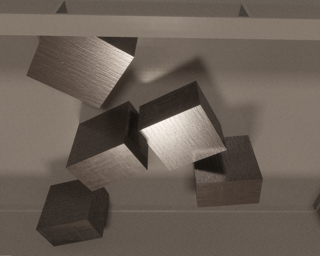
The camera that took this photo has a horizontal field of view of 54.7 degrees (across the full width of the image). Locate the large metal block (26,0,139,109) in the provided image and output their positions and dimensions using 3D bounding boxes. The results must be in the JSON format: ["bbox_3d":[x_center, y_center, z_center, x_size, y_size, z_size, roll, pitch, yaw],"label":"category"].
[{"bbox_3d":[-0.079,-0.078,0.320,0.080,0.050,0.080,25,132,-21],"label":"large metal block"}]

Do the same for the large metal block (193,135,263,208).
[{"bbox_3d":[0.087,0.058,0.424,0.080,0.080,0.050,-5,130,3],"label":"large metal block"}]

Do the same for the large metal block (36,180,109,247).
[{"bbox_3d":[-0.131,0.128,0.480,0.080,0.080,0.050,-14,129,11],"label":"large metal block"}]

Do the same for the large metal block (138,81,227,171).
[{"bbox_3d":[0.028,-0.001,0.393,0.080,0.050,0.080,-23,127,18],"label":"large metal block"}]

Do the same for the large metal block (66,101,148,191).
[{"bbox_3d":[-0.062,0.022,0.391,0.080,0.080,0.050,-23,127,18],"label":"large metal block"}]
